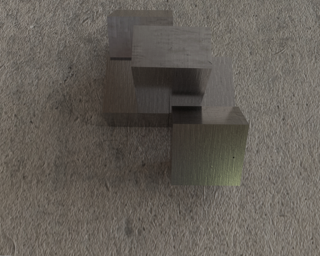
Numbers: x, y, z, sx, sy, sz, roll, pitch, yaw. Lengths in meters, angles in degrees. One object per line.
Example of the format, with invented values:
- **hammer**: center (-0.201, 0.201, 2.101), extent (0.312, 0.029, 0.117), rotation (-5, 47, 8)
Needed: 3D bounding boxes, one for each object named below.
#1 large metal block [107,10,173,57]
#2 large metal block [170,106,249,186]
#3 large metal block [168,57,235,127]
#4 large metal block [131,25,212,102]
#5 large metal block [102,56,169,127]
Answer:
- **large metal block**: center (-0.024, -0.130, 0.421), extent (0.081, 0.050, 0.080), rotation (0, 26, 0)
- **large metal block**: center (0.054, 0.021, 0.367), extent (0.081, 0.079, 0.050), rotation (1, 26, -1)
- **large metal block**: center (0.052, -0.047, 0.412), extent (0.081, 0.050, 0.080), rotation (1, 70, 0)
- **large metal block**: center (0.012, -0.070, 0.353), extent (0.081, 0.080, 0.050), rotation (1, 70, 0)
- **large metal block**: center (-0.029, -0.047, 0.411), extent (0.081, 0.050, 0.080), rotation (1, 70, 0)
